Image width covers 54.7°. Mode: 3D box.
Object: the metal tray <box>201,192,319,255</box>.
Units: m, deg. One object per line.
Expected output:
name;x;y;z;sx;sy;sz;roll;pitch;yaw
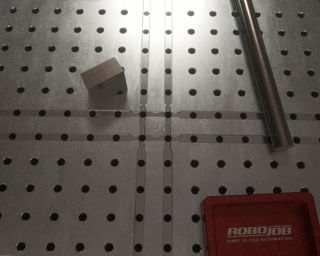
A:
metal tray;0.118;0.125;0.364;0.131;0.030;0.090;-2;70;-2

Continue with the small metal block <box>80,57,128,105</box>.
small metal block;-0.075;-0.063;0.421;0.050;0.050;0.025;-30;73;-11

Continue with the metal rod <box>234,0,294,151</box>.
metal rod;0.142;-0.113;0.454;0.025;0.025;0.299;-7;70;-3
